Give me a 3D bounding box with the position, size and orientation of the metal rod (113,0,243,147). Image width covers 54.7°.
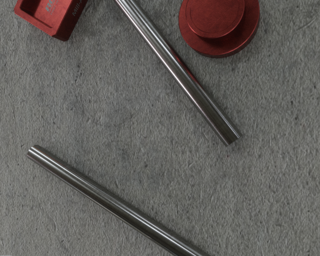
[{"bbox_3d":[0.004,-0.102,0.407,0.025,0.025,0.299,-39,78,16],"label":"metal rod"}]

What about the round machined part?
[{"bbox_3d":[0.069,-0.138,0.376,0.098,0.042,0.097,0,90,20],"label":"round machined part"}]

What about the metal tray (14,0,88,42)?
[{"bbox_3d":[-0.151,-0.207,0.459,0.090,0.030,0.129,33,101,16],"label":"metal tray"}]

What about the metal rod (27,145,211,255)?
[{"bbox_3d":[-0.068,0.104,0.432,0.301,0.025,0.025,28,99,17],"label":"metal rod"}]
